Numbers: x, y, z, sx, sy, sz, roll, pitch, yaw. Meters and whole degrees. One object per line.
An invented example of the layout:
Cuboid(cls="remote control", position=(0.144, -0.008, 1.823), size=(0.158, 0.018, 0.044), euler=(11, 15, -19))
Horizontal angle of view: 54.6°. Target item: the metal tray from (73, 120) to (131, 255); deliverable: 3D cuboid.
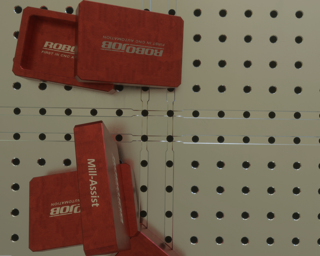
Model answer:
Cuboid(cls="metal tray", position=(-0.062, 0.068, 0.340), size=(0.030, 0.090, 0.130), euler=(-11, 68, -1))

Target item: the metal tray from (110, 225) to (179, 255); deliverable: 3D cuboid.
Cuboid(cls="metal tray", position=(-0.036, 0.208, 0.411), size=(0.090, 0.030, 0.130), euler=(41, 90, 0))

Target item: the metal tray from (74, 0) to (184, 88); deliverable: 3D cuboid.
Cuboid(cls="metal tray", position=(-0.037, -0.099, 0.385), size=(0.131, 0.030, 0.090), euler=(1, 93, -22))

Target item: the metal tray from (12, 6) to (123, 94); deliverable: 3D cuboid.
Cuboid(cls="metal tray", position=(-0.117, -0.101, 0.410), size=(0.131, 0.030, 0.090), euler=(10, 90, 0))

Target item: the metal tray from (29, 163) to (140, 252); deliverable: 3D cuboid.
Cuboid(cls="metal tray", position=(-0.096, 0.100, 0.395), size=(0.131, 0.030, 0.090), euler=(-9, 68, 0))
